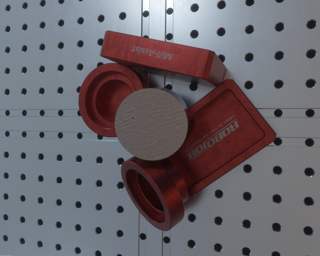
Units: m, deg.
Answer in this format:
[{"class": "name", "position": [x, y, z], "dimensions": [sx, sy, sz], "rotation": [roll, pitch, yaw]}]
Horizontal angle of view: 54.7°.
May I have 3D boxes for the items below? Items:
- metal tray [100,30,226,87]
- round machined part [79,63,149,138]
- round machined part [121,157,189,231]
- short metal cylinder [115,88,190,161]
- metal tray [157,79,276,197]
[{"class": "metal tray", "position": [0.007, -0.081, 0.375], "dimensions": [0.130, 0.090, 0.030], "rotation": [16, 96, 19]}, {"class": "round machined part", "position": [-0.057, -0.036, 0.423], "dimensions": [0.098, 0.042, 0.097], "rotation": [0, 90, 19]}, {"class": "round machined part", "position": [-0.003, 0.074, 0.385], "dimensions": [0.098, 0.042, 0.097], "rotation": [37, 143, 35]}, {"class": "short metal cylinder", "position": [-0.007, -0.007, 0.361], "dimensions": [0.080, 0.050, 0.079], "rotation": [1, 99, 7]}, {"class": "metal tray", "position": [0.064, 0.013, 0.386], "dimensions": [0.130, 0.030, 0.090], "rotation": [-38, 78, 15]}]
